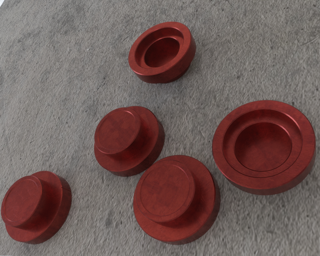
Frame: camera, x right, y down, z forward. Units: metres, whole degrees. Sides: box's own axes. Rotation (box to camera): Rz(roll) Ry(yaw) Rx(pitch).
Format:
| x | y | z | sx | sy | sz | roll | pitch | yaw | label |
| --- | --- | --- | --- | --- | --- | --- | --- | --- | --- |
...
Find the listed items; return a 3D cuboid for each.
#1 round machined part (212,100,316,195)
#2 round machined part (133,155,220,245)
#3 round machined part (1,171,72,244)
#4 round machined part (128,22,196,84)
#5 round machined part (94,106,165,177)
| x | y | z | sx | sy | sz | roll | pitch | yaw | label |
| --- | --- | --- | --- | --- | --- | --- | --- | --- | --- |
| 0.108 | 0.023 | 0.322 | 0.098 | 0.042 | 0.098 | -13 | 56 | 21 | round machined part |
| 0.013 | 0.074 | 0.341 | 0.098 | 0.042 | 0.098 | -13 | 56 | 21 | round machined part |
| -0.174 | 0.103 | 0.421 | 0.098 | 0.042 | 0.098 | -13 | 56 | 21 | round machined part |
| 0.007 | -0.105 | 0.454 | 0.098 | 0.042 | 0.098 | -13 | 56 | 21 | round machined part |
| -0.047 | 0.011 | 0.411 | 0.098 | 0.042 | 0.098 | -13 | 56 | 21 | round machined part |
